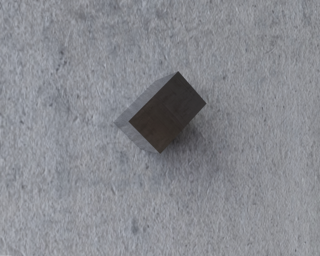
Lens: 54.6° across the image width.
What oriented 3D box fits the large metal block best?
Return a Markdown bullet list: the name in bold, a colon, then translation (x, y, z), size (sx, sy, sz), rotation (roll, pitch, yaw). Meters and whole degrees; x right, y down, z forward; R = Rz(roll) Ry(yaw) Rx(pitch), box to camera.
- **large metal block**: translation (-0.003, -0.018, 0.378), size (0.080, 0.080, 0.050), rotation (-47, 105, -14)
